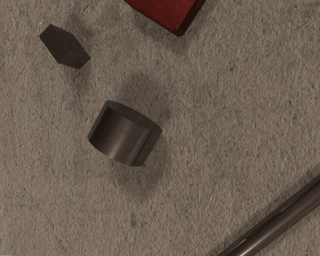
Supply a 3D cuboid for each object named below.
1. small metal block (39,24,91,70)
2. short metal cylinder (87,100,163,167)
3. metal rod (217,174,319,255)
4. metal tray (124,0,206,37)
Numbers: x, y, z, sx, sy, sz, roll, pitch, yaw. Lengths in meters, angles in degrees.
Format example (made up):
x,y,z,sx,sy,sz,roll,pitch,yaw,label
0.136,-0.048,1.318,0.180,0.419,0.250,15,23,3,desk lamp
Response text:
x,y,z,sx,sy,sz,roll,pitch,yaw,label
-0.134,-0.115,0.442,0.025,0.050,0.050,-41,78,15,small metal block
-0.044,0.006,0.394,0.080,0.080,0.050,33,101,16,short metal cylinder
0.083,0.163,0.379,0.299,0.025,0.025,-45,77,14,metal rod
0.024,-0.197,0.397,0.090,0.030,0.129,37,101,16,metal tray
